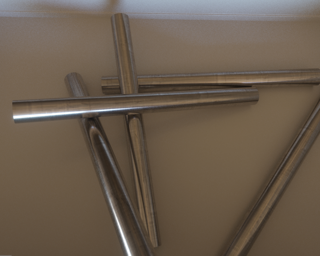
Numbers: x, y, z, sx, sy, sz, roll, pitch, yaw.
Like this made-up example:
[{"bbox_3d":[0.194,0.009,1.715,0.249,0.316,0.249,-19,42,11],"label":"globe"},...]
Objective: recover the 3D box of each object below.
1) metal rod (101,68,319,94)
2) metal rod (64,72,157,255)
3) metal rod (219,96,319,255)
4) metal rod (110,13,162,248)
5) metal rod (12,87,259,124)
[{"bbox_3d":[0.071,-0.066,0.434,0.302,0.025,0.025,-2,70,-2],"label":"metal rod"},{"bbox_3d":[-0.063,0.028,0.336,0.025,0.025,0.300,-24,48,-9],"label":"metal rod"},{"bbox_3d":[0.167,0.043,0.395,0.025,0.025,0.300,35,73,11],"label":"metal rod"},{"bbox_3d":[-0.033,-0.006,0.392,0.025,0.025,0.299,-8,77,-3],"label":"metal rod"},{"bbox_3d":[-0.012,-0.031,0.377,0.303,0.025,0.025,-6,69,-20],"label":"metal rod"}]
